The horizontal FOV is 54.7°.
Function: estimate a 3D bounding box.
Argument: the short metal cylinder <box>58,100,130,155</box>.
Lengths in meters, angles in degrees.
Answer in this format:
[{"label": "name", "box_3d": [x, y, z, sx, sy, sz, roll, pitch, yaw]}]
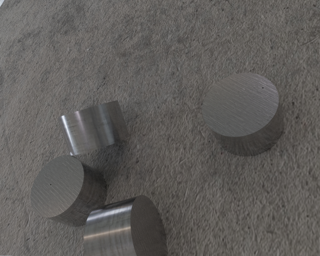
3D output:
[{"label": "short metal cylinder", "box_3d": [-0.086, -0.001, 0.406, 0.080, 0.080, 0.050, -15, 96, 20]}]

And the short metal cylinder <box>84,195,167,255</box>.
[{"label": "short metal cylinder", "box_3d": [-0.032, 0.114, 0.316, 0.050, 0.080, 0.080, -19, 54, 17]}]

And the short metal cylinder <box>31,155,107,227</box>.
[{"label": "short metal cylinder", "box_3d": [-0.116, 0.081, 0.399, 0.080, 0.050, 0.080, -13, 56, 21]}]

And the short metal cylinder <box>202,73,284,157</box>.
[{"label": "short metal cylinder", "box_3d": [0.094, -0.015, 0.347, 0.080, 0.050, 0.080, -13, 56, 21]}]
